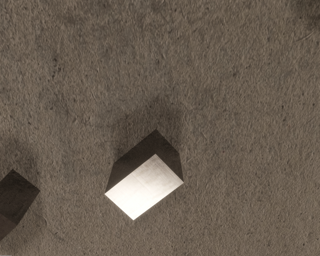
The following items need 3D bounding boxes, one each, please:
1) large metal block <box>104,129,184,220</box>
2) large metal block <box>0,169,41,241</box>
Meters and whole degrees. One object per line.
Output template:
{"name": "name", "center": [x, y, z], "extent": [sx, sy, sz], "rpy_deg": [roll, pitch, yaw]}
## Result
{"name": "large metal block", "center": [-0.019, 0.057, 0.401], "extent": [0.080, 0.080, 0.050], "rpy_deg": [-39, 106, 13]}
{"name": "large metal block", "center": [-0.222, 0.115, 0.420], "extent": [0.080, 0.080, 0.050], "rpy_deg": [-42, 105, 13]}
